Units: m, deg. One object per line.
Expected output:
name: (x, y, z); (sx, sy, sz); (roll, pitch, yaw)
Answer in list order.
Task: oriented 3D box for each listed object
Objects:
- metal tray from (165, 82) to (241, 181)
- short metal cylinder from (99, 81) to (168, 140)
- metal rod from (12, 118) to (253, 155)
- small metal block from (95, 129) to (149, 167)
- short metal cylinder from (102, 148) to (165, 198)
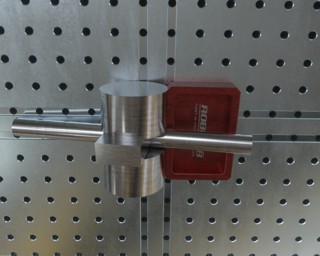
metal tray: (0.053, 0.006, 0.413); (0.091, 0.030, 0.129); (1, 110, -1)
short metal cylinder: (-0.031, -0.024, 0.373); (0.081, 0.080, 0.050); (1, 110, -1)
metal rod: (-0.040, 0.009, 0.391); (0.302, 0.025, 0.025); (4, 110, 7)
small metal block: (-0.042, 0.021, 0.356); (0.050, 0.050, 0.025); (4, 110, 7)
short metal cylinder: (-0.034, 0.046, 0.400); (0.081, 0.080, 0.050); (1, 110, -1)
